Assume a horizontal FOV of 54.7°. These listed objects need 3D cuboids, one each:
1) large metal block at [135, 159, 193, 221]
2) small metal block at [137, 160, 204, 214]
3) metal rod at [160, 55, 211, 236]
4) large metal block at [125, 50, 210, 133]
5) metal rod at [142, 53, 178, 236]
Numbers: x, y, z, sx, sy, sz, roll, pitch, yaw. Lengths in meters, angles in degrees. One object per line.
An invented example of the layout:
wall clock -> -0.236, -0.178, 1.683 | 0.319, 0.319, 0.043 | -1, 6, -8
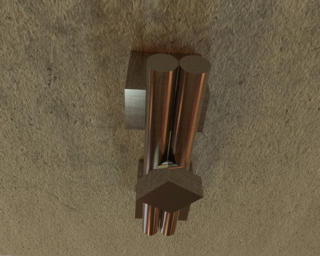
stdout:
large metal block -> 0.005, 0.096, 0.473 | 0.081, 0.050, 0.079 | 4, 130, -4
small metal block -> 0.010, 0.066, 0.336 | 0.050, 0.025, 0.050 | 30, 130, -30
metal rod -> 0.020, 0.050, 0.356 | 0.025, 0.025, 0.298 | 2, 137, -2
large metal block -> 0.006, -0.042, 0.338 | 0.081, 0.080, 0.050 | 3, 130, -3
metal rod -> -0.006, 0.049, 0.354 | 0.025, 0.025, 0.298 | 2, 137, -2
